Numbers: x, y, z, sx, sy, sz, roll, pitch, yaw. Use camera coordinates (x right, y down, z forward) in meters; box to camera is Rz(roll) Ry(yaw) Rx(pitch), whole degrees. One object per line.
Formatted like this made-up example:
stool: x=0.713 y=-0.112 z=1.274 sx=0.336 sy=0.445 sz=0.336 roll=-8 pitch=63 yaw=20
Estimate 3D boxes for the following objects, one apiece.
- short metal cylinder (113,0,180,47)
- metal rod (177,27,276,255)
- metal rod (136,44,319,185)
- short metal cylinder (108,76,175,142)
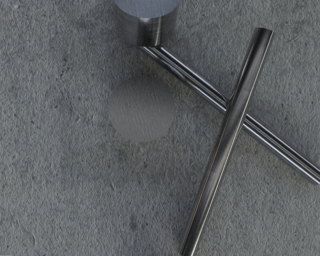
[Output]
short metal cylinder: x=-0.018 y=-0.148 z=0.383 sx=0.081 sy=0.050 sz=0.080 roll=2 pitch=66 yaw=-4
metal rod: x=0.080 y=0.025 z=0.391 sx=0.025 sy=0.025 sz=0.298 roll=18 pitch=98 yaw=0
metal rod: x=0.093 y=-0.026 z=0.410 sx=0.300 sy=0.025 sz=0.025 roll=38 pitch=90 yaw=0
short metal cylinder: x=-0.022 y=-0.023 z=0.397 sx=0.081 sy=0.050 sz=0.079 roll=0 pitch=90 yaw=0
